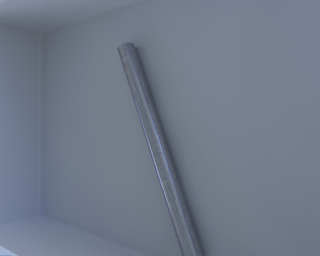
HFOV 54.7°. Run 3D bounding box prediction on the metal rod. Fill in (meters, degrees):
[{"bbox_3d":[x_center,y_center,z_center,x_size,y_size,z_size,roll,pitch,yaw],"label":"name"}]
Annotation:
[{"bbox_3d":[-0.003,0.022,0.407,0.025,0.025,0.299,-29,72,36],"label":"metal rod"}]
